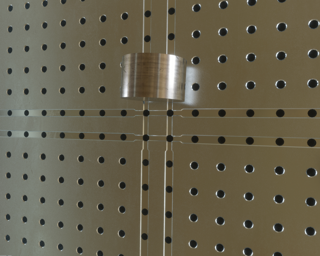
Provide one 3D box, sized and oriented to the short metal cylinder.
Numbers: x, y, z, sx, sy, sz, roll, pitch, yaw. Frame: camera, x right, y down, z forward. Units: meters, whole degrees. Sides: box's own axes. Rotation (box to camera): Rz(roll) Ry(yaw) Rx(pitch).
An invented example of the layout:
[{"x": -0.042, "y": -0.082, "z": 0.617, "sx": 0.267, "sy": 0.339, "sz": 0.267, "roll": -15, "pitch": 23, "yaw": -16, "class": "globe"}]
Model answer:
[{"x": -0.008, "y": -0.060, "z": 0.386, "sx": 0.080, "sy": 0.080, "sz": 0.050, "roll": 4, "pitch": 91, "yaw": 20, "class": "short metal cylinder"}]
